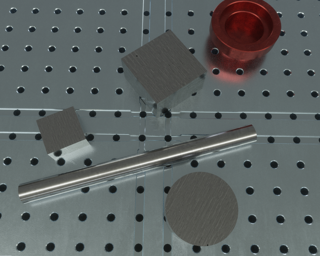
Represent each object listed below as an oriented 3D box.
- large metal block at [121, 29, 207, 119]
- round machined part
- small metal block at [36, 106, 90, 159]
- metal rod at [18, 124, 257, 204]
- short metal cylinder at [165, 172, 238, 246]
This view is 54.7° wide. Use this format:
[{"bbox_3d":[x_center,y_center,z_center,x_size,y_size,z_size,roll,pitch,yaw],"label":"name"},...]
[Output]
[{"bbox_3d":[0.005,-0.074,0.425,0.080,0.050,0.080,-34,74,-12],"label":"large metal block"},{"bbox_3d":[0.122,-0.142,0.456,0.099,0.042,0.098,0,70,-1],"label":"round machined part"},{"bbox_3d":[-0.127,0.006,0.408,0.050,0.025,0.050,-23,72,-9],"label":"small metal block"},{"bbox_3d":[-0.023,0.044,0.395,0.302,0.025,0.025,-14,71,-6],"label":"metal rod"},{"bbox_3d":[0.046,0.096,0.364,0.081,0.050,0.080,0,70,-1],"label":"short metal cylinder"}]
